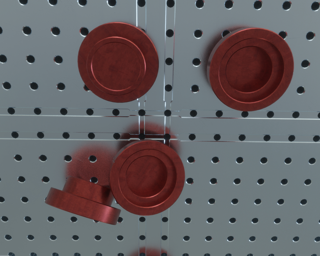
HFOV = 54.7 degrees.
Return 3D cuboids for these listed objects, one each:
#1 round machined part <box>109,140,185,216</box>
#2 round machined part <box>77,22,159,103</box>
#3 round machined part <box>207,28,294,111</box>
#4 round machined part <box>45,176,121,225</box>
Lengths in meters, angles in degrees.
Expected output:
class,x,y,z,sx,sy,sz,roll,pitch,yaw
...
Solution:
class,x,y,z,sx,sy,sz,roll,pitch,yaw
round machined part,-0.020,0.063,0.416,0.099,0.042,0.097,-1,93,-14
round machined part,-0.051,-0.077,0.375,0.099,0.042,0.097,0,110,-1
round machined part,0.107,-0.073,0.379,0.099,0.042,0.097,0,110,-1
round machined part,-0.099,0.095,0.419,0.099,0.098,0.042,20,74,-8
